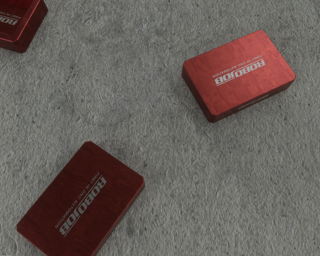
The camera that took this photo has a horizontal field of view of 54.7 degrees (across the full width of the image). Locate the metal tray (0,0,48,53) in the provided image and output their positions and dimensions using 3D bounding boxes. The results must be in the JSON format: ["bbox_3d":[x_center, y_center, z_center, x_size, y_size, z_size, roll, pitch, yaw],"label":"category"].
[{"bbox_3d":[-0.250,-0.172,0.466,0.131,0.030,0.090,16,71,6],"label":"metal tray"}]

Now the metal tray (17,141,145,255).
[{"bbox_3d":[-0.090,0.092,0.371,0.090,0.030,0.130,33,73,11],"label":"metal tray"}]

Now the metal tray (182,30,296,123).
[{"bbox_3d":[0.107,-0.074,0.433,0.131,0.030,0.090,-24,72,-9],"label":"metal tray"}]
